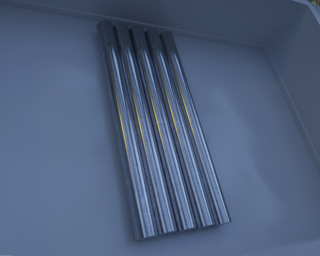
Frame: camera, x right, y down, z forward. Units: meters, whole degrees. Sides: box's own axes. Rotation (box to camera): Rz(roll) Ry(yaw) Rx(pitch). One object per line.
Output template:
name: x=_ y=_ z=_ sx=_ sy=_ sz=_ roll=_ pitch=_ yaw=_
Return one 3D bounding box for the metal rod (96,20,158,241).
metal rod: x=-0.047 y=-0.016 z=0.388 sx=0.025 sy=0.025 sz=0.299 roll=0 pitch=62 yaw=-28

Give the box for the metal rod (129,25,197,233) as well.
metal rod: x=-0.004 y=-0.016 z=0.412 sx=0.025 sy=0.025 sz=0.299 roll=0 pitch=62 yaw=-28

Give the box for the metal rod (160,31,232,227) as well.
metal rod: x=0.042 y=-0.015 z=0.436 sx=0.025 sy=0.025 sz=0.299 roll=0 pitch=62 yaw=-28

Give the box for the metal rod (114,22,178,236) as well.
metal rod: x=-0.026 y=-0.017 z=0.400 sx=0.025 sy=0.025 sz=0.299 roll=0 pitch=62 yaw=-28

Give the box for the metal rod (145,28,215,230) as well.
metal rod: x=0.019 y=-0.016 z=0.424 sx=0.025 sy=0.025 sz=0.299 roll=0 pitch=62 yaw=-28
